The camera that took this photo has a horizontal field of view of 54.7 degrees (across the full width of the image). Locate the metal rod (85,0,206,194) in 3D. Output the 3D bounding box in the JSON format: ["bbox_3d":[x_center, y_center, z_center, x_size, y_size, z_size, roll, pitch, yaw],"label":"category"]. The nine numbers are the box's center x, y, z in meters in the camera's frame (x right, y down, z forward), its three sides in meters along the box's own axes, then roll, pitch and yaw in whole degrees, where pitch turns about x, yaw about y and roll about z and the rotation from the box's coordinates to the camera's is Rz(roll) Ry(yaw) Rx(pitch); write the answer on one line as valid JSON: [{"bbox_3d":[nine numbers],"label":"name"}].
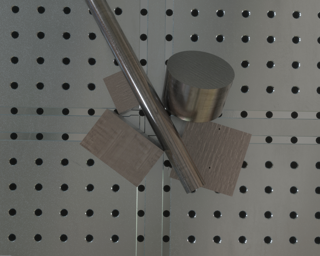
[{"bbox_3d":[-0.027,-0.060,0.383,0.025,0.025,0.299,-28,79,0],"label":"metal rod"}]

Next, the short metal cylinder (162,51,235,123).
[{"bbox_3d":[0.045,-0.052,0.380,0.081,0.080,0.050,9,134,-1],"label":"short metal cylinder"}]

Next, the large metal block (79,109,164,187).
[{"bbox_3d":[-0.043,0.022,0.385,0.080,0.080,0.050,37,90,-1],"label":"large metal block"}]

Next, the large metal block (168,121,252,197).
[{"bbox_3d":[0.061,0.034,0.401,0.080,0.050,0.080,18,90,-1],"label":"large metal block"}]

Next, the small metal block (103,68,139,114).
[{"bbox_3d":[-0.041,-0.051,0.413,0.050,0.025,0.050,-24,90,-1],"label":"small metal block"}]
